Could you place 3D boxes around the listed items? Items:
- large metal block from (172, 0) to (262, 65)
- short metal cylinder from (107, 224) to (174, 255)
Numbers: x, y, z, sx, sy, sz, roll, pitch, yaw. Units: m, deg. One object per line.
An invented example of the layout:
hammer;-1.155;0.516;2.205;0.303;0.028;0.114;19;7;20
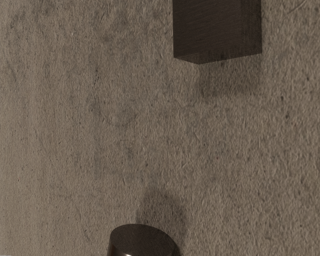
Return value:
large metal block;0.061;-0.119;0.337;0.080;0.050;0.079;-2;89;39
short metal cylinder;-0.026;0.163;0.389;0.080;0.081;0.050;18;101;38
